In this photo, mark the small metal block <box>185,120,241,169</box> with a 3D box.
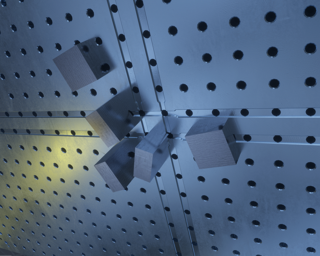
[{"bbox_3d":[0.066,0.022,0.389,0.050,0.025,0.050,-13,112,33],"label":"small metal block"}]

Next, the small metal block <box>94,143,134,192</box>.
[{"bbox_3d":[-0.062,0.059,0.463,0.025,0.050,0.050,-22,107,36],"label":"small metal block"}]

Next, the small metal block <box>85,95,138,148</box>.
[{"bbox_3d":[-0.065,-0.010,0.421,0.025,0.050,0.050,-28,103,37],"label":"small metal block"}]

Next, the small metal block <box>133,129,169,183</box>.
[{"bbox_3d":[-0.012,0.037,0.423,0.025,0.050,0.050,19,126,17],"label":"small metal block"}]

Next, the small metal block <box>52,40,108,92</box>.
[{"bbox_3d":[-0.107,-0.082,0.415,0.050,0.025,0.050,-18,110,34],"label":"small metal block"}]
